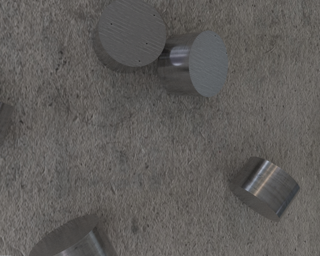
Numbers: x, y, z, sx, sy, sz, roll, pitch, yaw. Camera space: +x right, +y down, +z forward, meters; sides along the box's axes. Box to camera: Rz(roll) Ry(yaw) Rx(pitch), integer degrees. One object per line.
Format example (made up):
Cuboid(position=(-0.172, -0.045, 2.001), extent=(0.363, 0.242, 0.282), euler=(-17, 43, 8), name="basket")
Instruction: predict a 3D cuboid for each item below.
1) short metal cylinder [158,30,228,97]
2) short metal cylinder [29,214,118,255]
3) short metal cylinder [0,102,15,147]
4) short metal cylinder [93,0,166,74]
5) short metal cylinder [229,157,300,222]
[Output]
Cuboid(position=(0.043, -0.080, 0.395), extent=(0.081, 0.050, 0.079), euler=(-9, 103, -45), name="short metal cylinder")
Cuboid(position=(-0.095, 0.141, 0.345), extent=(0.081, 0.080, 0.050), euler=(-27, 99, -18), name="short metal cylinder")
Cuboid(position=(-0.195, -0.011, 0.308), extent=(0.080, 0.080, 0.050), euler=(19, 84, -19), name="short metal cylinder")
Cuboid(position=(-0.039, -0.111, 0.381), extent=(0.081, 0.050, 0.080), euler=(0, 90, -20), name="short metal cylinder")
Cuboid(position=(0.144, 0.085, 0.433), extent=(0.080, 0.080, 0.050), euler=(44, 76, -15), name="short metal cylinder")
